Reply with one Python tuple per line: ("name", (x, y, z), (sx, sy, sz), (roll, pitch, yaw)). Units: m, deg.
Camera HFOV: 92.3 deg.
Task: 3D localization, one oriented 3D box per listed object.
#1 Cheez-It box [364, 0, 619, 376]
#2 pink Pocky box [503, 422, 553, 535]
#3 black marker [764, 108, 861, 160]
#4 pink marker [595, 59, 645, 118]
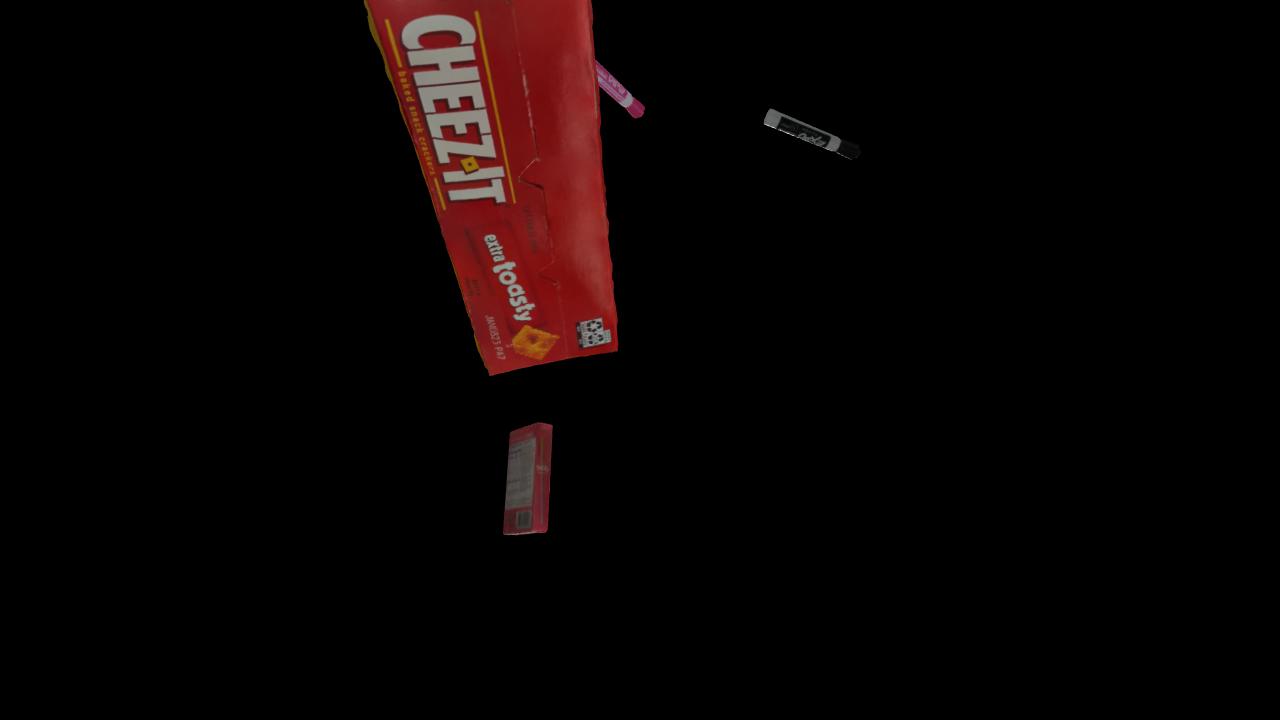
("Cheez-It box", (-0.066, -0.129, 0.295), (0.071, 0.223, 0.166), (-12, -40, -7))
("pink Pocky box", (-0.163, 0.174, 0.896), (0.029, 0.155, 0.084), (16, -25, -38))
("black marker", (0.205, -0.266, 0.728), (0.121, 0.020, 0.020), (20, -2, -5))
("pink marker", (-0.032, -0.313, 0.703), (0.020, 0.020, 0.121), (0, -11, 34))
